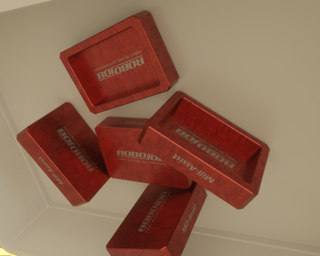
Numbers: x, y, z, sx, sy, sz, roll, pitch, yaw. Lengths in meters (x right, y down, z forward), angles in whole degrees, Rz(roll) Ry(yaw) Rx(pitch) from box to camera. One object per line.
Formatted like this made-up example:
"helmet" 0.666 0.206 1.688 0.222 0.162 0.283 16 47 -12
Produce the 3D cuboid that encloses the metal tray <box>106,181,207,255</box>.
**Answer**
"metal tray" 0.000 0.121 0.410 0.090 0.131 0.030 -13 112 32

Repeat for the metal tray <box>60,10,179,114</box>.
"metal tray" -0.052 -0.075 0.383 0.130 0.030 0.090 -14 112 33

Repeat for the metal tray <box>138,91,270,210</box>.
"metal tray" 0.053 0.019 0.347 0.130 0.090 0.030 33 129 6

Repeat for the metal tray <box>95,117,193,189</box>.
"metal tray" -0.020 0.033 0.431 0.130 0.030 0.089 3 120 26

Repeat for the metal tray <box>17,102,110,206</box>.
"metal tray" -0.129 0.036 0.452 0.030 0.090 0.130 -27 104 36
